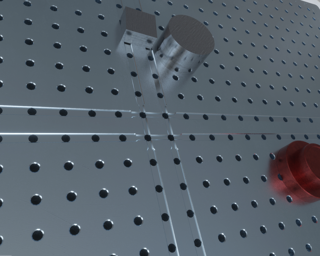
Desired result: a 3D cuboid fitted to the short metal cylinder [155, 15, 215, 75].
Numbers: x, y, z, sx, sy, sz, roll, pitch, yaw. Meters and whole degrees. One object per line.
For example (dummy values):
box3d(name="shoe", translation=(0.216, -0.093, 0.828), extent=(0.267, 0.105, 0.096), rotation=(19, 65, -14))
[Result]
box3d(name="short metal cylinder", translation=(0.039, -0.132, 0.493), extent=(0.081, 0.050, 0.080), rotation=(13, 56, -21))

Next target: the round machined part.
box3d(name="round machined part", translation=(0.238, 0.063, 0.487), extent=(0.099, 0.042, 0.098), rotation=(14, 56, -21))

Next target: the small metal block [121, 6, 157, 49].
box3d(name="small metal block", translation=(-0.034, -0.157, 0.486), extent=(0.050, 0.025, 0.050), rotation=(9, 58, -24))
